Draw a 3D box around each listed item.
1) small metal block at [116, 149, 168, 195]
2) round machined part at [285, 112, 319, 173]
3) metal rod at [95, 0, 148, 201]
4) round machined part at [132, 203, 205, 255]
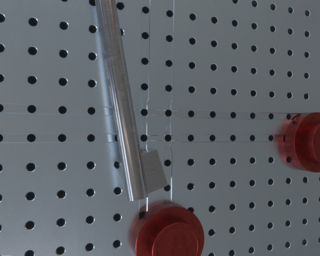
[{"bbox_3d":[-0.024,0.059,0.404,0.050,0.025,0.050,-19,97,-19],"label":"small metal block"},{"bbox_3d":[0.255,0.023,0.498,0.099,0.042,0.097,0,90,-20],"label":"round machined part"},{"bbox_3d":[-0.051,-0.063,0.377,0.025,0.025,0.298,-9,87,-20],"label":"metal rod"},{"bbox_3d":[0.016,0.153,0.410,0.099,0.042,0.097,0,90,-20],"label":"round machined part"}]
